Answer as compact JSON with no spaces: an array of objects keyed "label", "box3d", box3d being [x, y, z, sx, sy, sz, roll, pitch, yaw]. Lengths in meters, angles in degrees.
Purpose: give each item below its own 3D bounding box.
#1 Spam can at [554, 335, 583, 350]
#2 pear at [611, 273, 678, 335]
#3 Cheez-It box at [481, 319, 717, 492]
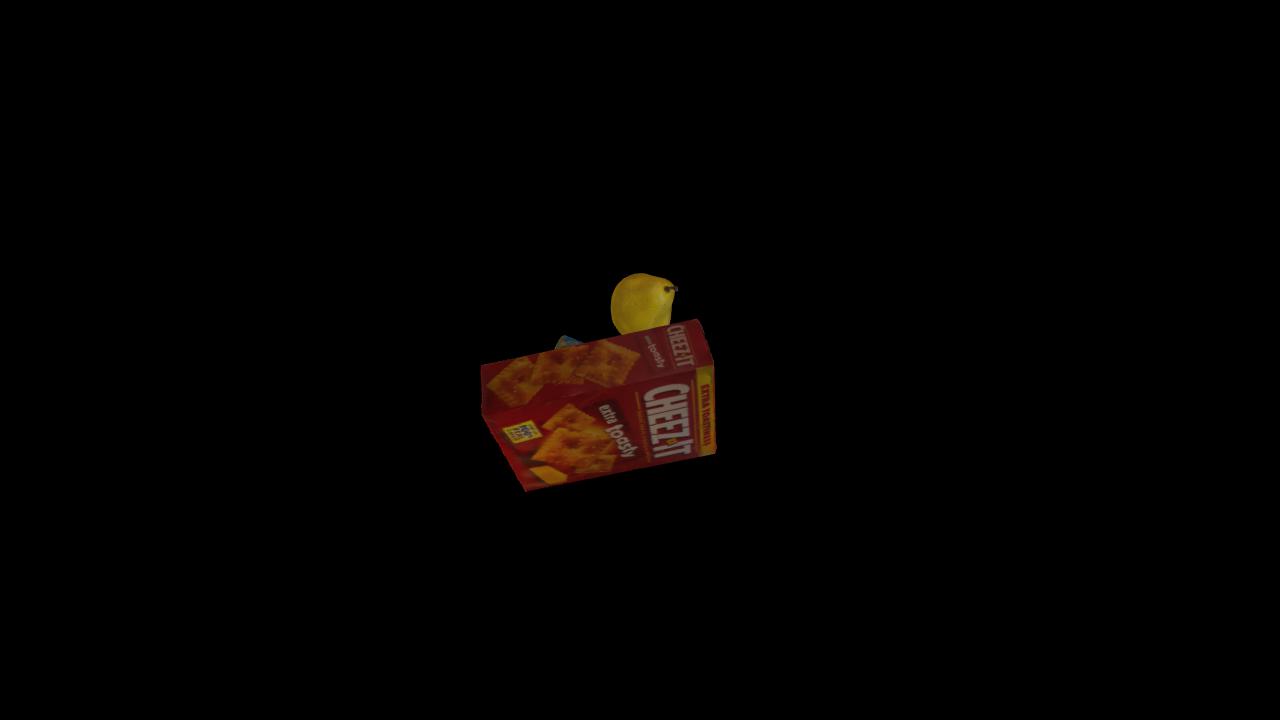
[{"label":"Spam can","box3d":[-0.066,0.032,0.689,0.085,0.101,0.058,22,-21,7]},{"label":"pear","box3d":[0.011,-0.070,0.691,0.080,0.080,0.111,0,-25,-25]},{"label":"Cheez-It box","box3d":[-0.035,0.054,0.642,0.223,0.071,0.166,-12,-38,-2]}]
